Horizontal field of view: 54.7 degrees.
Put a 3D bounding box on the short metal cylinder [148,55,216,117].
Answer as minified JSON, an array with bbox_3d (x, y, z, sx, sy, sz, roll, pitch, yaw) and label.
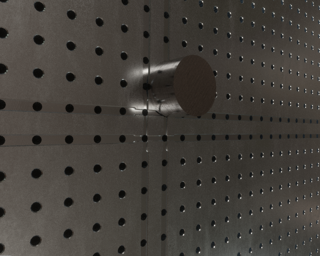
[{"bbox_3d":[0.031,-0.055,0.421,0.081,0.050,0.079,0,90,-40],"label":"short metal cylinder"}]
